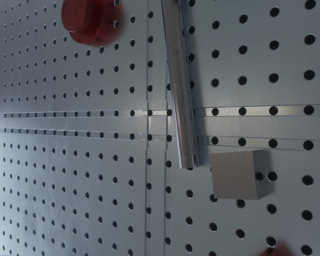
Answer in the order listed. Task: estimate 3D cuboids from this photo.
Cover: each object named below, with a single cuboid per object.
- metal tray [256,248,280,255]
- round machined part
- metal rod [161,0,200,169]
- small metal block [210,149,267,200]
[{"bbox_3d":[0.094,0.200,0.328,0.129,0.030,0.090,-48,62,29],"label":"metal tray"},{"bbox_3d":[-0.122,-0.185,0.500,0.098,0.042,0.097,0,90,40],"label":"round machined part"},{"bbox_3d":[0.020,-0.100,0.392,0.025,0.025,0.298,-10,83,39],"label":"metal rod"},{"bbox_3d":[0.085,0.051,0.339,0.050,0.025,0.050,-8,85,39],"label":"small metal block"}]
